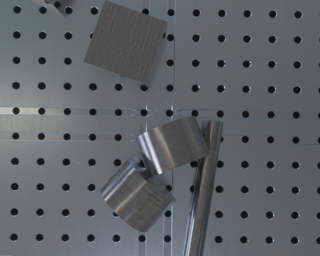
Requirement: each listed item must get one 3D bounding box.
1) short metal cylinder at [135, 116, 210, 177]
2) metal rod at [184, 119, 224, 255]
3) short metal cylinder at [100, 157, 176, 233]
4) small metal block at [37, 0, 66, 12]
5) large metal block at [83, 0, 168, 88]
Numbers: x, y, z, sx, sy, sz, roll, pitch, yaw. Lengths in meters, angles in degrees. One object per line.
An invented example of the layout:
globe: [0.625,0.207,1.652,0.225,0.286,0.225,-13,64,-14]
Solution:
short metal cylinder: [0.015,0.023,0.383,0.080,0.080,0.050,-21,83,0]
metal rod: [0.050,0.138,0.413,0.025,0.025,0.298,9,90,0]
short metal cylinder: [-0.027,0.082,0.386,0.080,0.080,0.050,42,90,0]
small metal block: [-0.148,-0.192,0.412,0.050,0.025,0.050,28,90,0]
large metal block: [-0.042,-0.105,0.400,0.080,0.050,0.080,19,90,0]
